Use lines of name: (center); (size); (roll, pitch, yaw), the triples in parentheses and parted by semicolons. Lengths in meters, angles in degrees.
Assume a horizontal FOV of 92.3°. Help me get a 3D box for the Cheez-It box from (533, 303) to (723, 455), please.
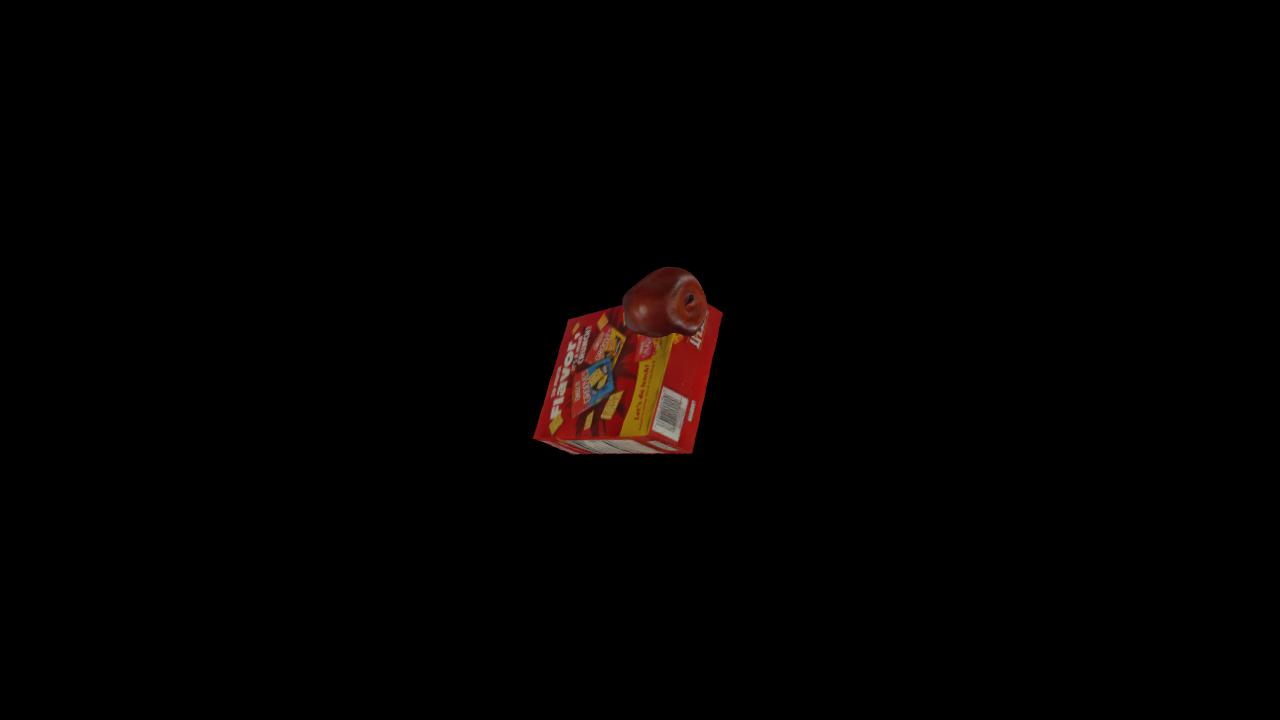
Cheez-It box: (-0.021, 0.022, 0.704); (0.071, 0.166, 0.223); (29, -25, -34)

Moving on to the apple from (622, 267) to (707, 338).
apple: (0.025, -0.058, 0.642); (0.079, 0.079, 0.093); (0, -3, -41)
